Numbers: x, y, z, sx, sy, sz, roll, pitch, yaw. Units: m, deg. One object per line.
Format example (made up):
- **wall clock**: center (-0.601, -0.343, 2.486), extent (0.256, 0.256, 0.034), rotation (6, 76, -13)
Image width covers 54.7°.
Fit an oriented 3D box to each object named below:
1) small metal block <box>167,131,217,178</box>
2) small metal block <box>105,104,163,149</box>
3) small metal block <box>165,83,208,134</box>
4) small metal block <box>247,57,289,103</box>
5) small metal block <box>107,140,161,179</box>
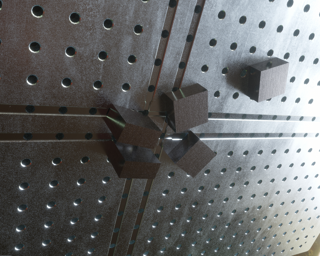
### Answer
- **small metal block**: center (0.049, 0.040, 0.465), extent (0.050, 0.025, 0.050), rotation (-46, 130, 4)
- **small metal block**: center (-0.033, -0.002, 0.377), extent (0.050, 0.050, 0.025), rotation (15, 111, -35)
- **small metal block**: center (0.037, -0.027, 0.417), extent (0.050, 0.025, 0.050), rotation (-19, 126, -18)
- **small metal block**: center (0.159, -0.071, 0.457), extent (0.050, 0.025, 0.050), rotation (-19, 126, -18)
- **small metal block**: center (-0.035, 0.041, 0.403), extent (0.050, 0.050, 0.025), rotation (8, 115, -32)
